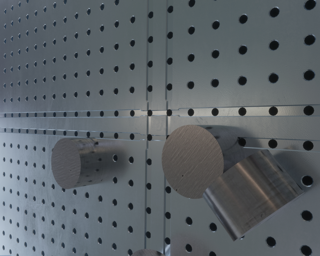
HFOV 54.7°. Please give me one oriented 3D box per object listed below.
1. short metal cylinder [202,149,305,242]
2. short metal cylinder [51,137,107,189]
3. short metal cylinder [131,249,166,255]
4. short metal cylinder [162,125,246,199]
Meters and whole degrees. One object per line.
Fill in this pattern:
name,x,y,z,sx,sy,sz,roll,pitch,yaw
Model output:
short metal cylinder,0.089,0.065,0.300,0.080,0.081,0.050,-50,61,28
short metal cylinder,-0.132,0.055,0.502,0.080,0.050,0.079,0,90,40
short metal cylinder,-0.016,0.202,0.387,0.080,0.081,0.050,45,117,30
short metal cylinder,0.049,0.036,0.353,0.080,0.050,0.079,0,90,40
